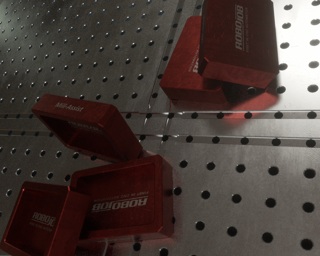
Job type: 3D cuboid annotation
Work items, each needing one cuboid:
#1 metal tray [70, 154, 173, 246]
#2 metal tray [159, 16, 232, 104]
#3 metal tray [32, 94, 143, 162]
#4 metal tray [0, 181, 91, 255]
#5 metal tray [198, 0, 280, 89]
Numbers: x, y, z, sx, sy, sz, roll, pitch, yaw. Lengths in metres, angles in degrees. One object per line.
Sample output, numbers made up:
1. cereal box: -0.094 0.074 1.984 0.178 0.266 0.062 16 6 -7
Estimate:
1. metal tray: -0.051 0.089 0.375 0.130 0.030 0.090 -13 56 20
2. metal tray: 0.064 -0.099 0.432 0.090 0.030 0.130 9 66 31
3. metal tray: -0.096 0.002 0.411 0.130 0.090 0.030 11 57 32
4. metal tray: -0.143 0.115 0.377 0.130 0.030 0.090 -6 63 45
5. metal tray: 0.099 -0.118 0.396 0.091 0.030 0.130 10 61 -5
